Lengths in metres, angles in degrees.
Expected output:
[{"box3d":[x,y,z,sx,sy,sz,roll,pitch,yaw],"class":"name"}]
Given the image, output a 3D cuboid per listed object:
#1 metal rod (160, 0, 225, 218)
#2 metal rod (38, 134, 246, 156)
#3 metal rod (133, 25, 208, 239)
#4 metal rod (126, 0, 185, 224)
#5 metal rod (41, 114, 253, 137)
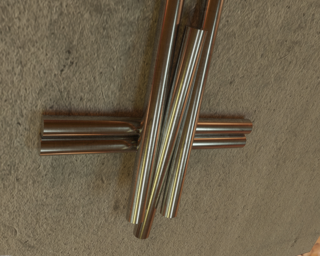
[{"box3d":[0.038,-0.020,0.390,0.025,0.025,0.298,0,110,-29],"class":"metal rod"},{"box3d":[-0.003,0.019,0.421,0.303,0.025,0.025,0,119,-29],"class":"metal rod"},{"box3d":[0.006,0.023,0.394,0.025,0.025,0.298,0,118,-29],"class":"metal rod"},{"box3d":[-0.008,-0.020,0.366,0.025,0.025,0.298,0,110,-29],"class":"metal rod"},{"box3d":[0.004,-0.002,0.411,0.303,0.025,0.025,0,119,-29],"class":"metal rod"}]
